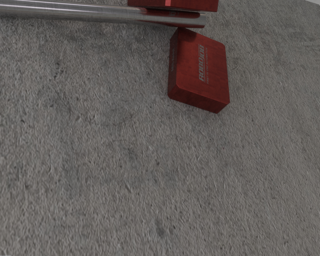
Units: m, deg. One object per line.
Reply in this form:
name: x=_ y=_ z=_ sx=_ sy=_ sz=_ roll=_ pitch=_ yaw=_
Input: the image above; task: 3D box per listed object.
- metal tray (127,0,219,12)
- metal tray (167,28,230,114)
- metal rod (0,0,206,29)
metal tray: x=0.017 y=-0.200 z=0.478 sx=0.091 sy=0.030 sz=0.130 roll=-7 pitch=22 yaw=-30
metal tray: x=0.061 y=-0.093 z=0.490 sx=0.091 sy=0.030 sz=0.130 roll=16 pitch=55 yaw=-19
metal rod: x=-0.070 y=-0.163 z=0.443 sx=0.303 sy=0.025 sz=0.025 roll=-5 pitch=64 yaw=-23
